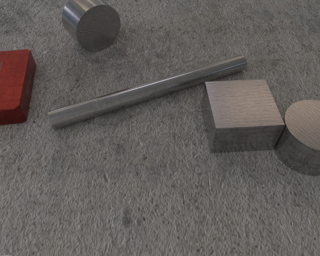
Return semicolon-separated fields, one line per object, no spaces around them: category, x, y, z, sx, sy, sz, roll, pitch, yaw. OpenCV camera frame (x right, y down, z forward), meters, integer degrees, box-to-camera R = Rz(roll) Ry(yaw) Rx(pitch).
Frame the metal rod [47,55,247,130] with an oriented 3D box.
metal rod;-0.007;-0.057;0.450;0.302;0.025;0.025;-19;53;-16

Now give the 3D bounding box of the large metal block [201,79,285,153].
large metal block;0.102;-0.016;0.401;0.081;0.050;0.080;-3;50;-3

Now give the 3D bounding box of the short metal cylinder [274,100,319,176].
short metal cylinder;0.186;0.011;0.379;0.081;0.050;0.080;0;50;0

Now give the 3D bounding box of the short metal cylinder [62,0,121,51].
short metal cylinder;-0.113;-0.175;0.514;0.081;0.080;0.050;-30;56;-23

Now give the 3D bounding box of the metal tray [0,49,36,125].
metal tray;-0.237;-0.060;0.449;0.091;0.030;0.130;-6;50;-6
